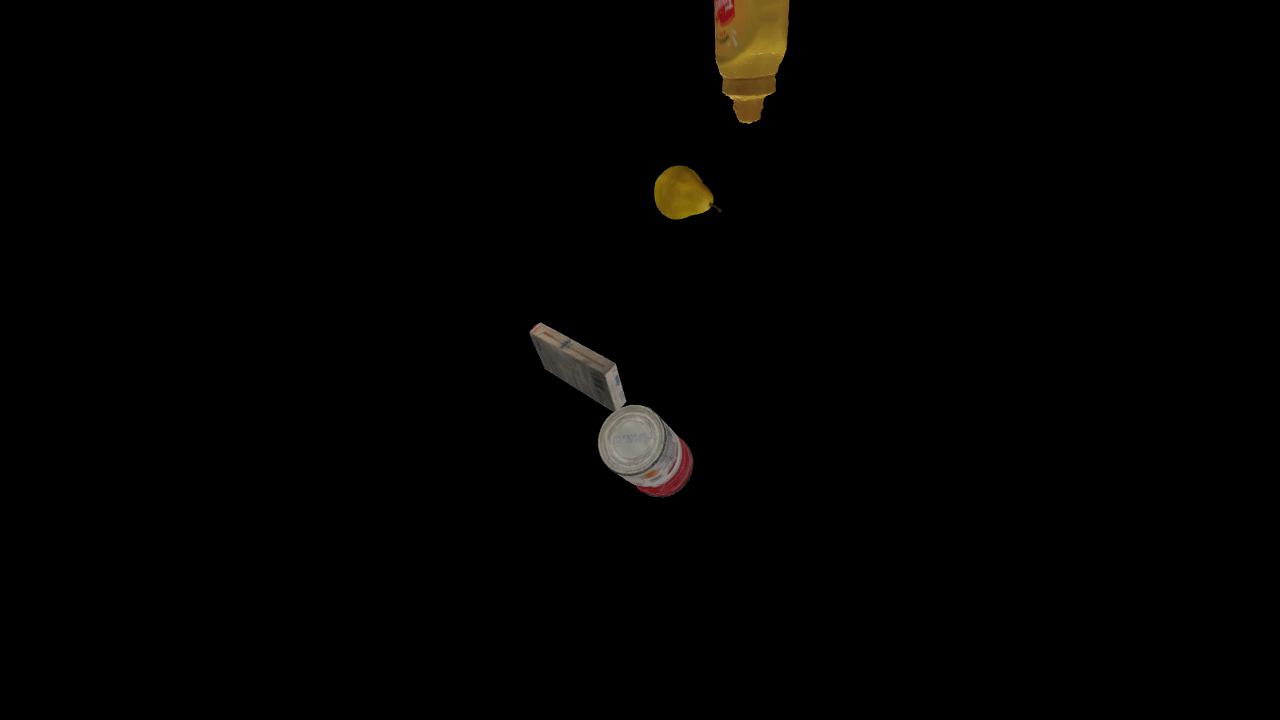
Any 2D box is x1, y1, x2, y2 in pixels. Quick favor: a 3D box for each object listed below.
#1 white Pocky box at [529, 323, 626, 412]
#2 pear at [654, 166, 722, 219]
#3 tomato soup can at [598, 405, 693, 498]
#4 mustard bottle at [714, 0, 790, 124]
[{"bbox_3d":[-0.089,0.010,0.875,0.154,0.084,0.028,28,60,32],"label":"white Pocky box"},{"bbox_3d":[0.074,-0.248,0.920,0.111,0.080,0.080,21,14,40],"label":"pear"},{"bbox_3d":[0.007,0.090,0.593,0.068,0.068,0.101,0,-22,20],"label":"tomato soup can"},{"bbox_3d":[0.083,-0.274,0.460,0.054,0.184,0.092,-13,32,-13],"label":"mustard bottle"}]
